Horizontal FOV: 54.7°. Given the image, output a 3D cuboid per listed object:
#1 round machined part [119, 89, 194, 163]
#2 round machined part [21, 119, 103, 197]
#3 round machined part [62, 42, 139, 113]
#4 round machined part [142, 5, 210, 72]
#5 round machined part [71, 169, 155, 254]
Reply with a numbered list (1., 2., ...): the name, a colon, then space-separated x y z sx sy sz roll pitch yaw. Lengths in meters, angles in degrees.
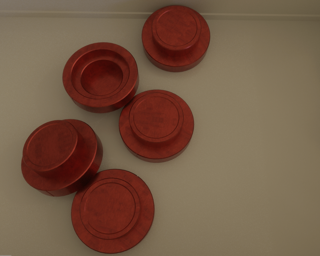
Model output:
1. round machined part: -0.005 -0.007 0.403 0.099 0.042 0.098 0 70 0
2. round machined part: -0.123 0.029 0.374 0.098 0.042 0.098 -7 57 10
3. round machined part: -0.077 -0.064 0.422 0.099 0.042 0.098 0 69 1
4. round machined part: 0.023 -0.133 0.443 0.099 0.042 0.098 0 78 1
5. round machined part: -0.056 0.096 0.365 0.099 0.042 0.098 0 70 0
